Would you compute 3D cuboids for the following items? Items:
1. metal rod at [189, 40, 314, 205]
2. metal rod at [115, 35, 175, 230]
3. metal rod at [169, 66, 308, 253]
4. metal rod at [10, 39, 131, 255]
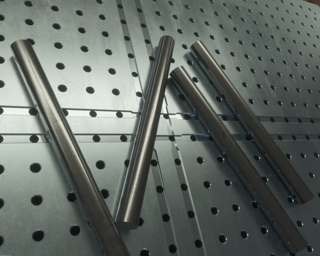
[{"bbox_3d":[0.138,-0.016,0.491,0.025,0.025,0.299,-23,74,-36],"label":"metal rod"},{"bbox_3d":[-0.012,-0.018,0.412,0.025,0.025,0.300,22,54,-15],"label":"metal rod"},{"bbox_3d":[0.105,0.036,0.441,0.025,0.025,0.299,-24,75,-36],"label":"metal rod"},{"bbox_3d":[-0.099,0.027,0.338,0.025,0.025,0.299,-18,71,-35],"label":"metal rod"}]
